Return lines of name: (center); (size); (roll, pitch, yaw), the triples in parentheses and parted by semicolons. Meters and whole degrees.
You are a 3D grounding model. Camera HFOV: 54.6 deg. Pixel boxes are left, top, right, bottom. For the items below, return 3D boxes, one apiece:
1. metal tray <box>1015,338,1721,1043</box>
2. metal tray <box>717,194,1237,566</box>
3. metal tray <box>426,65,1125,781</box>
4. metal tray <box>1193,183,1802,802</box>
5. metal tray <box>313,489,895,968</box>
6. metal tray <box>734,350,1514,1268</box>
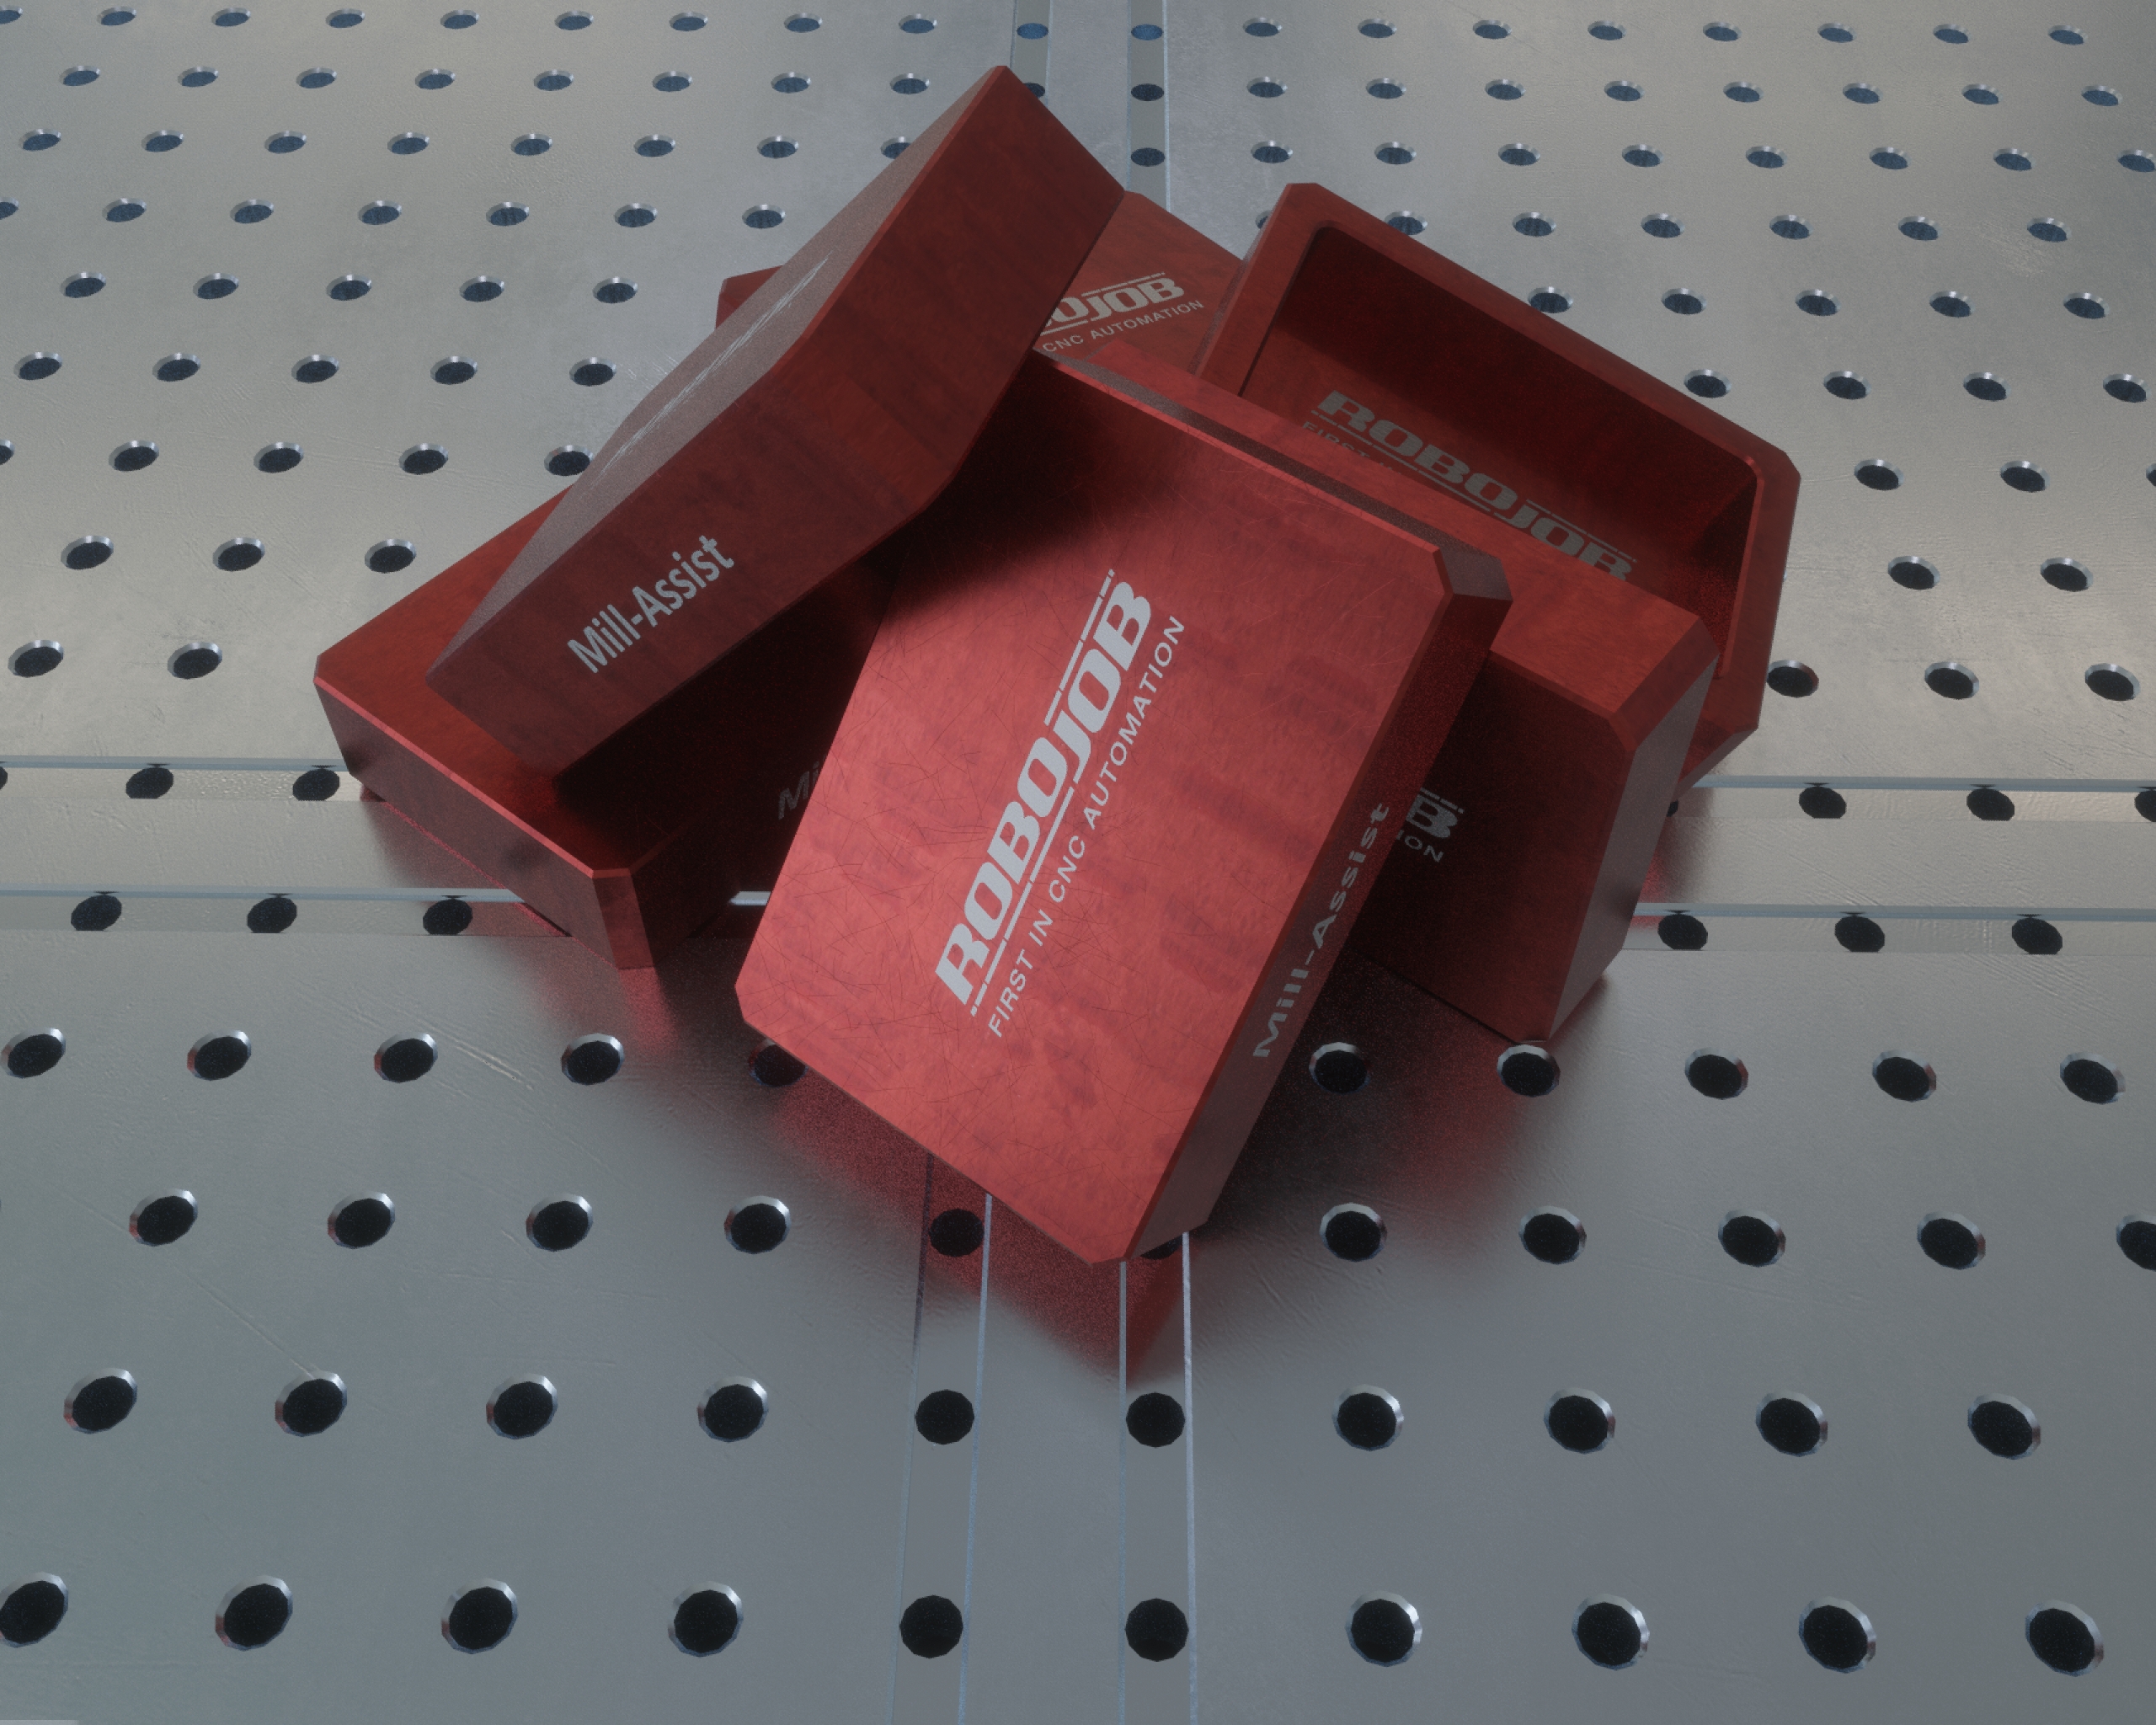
metal tray: (0.045, -0.032, 0.391); (0.130, 0.090, 0.030); (31, 57, 23)
metal tray: (-0.005, -0.109, 0.472); (0.131, 0.030, 0.090); (-27, 57, -38)
metal tray: (-0.056, -0.075, 0.372); (0.030, 0.130, 0.090); (42, 49, -21)
metal tray: (0.084, -0.079, 0.440); (0.130, 0.030, 0.090); (28, 52, -6)
metal tray: (-0.080, -0.047, 0.443); (0.090, 0.030, 0.131); (32, 57, 23)
metal tray: (0.004, -0.010, 0.354); (0.090, 0.129, 0.030); (31, 18, 24)
